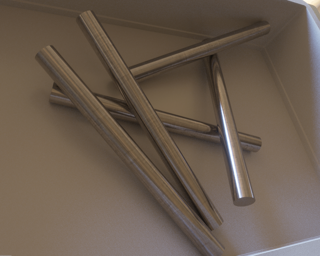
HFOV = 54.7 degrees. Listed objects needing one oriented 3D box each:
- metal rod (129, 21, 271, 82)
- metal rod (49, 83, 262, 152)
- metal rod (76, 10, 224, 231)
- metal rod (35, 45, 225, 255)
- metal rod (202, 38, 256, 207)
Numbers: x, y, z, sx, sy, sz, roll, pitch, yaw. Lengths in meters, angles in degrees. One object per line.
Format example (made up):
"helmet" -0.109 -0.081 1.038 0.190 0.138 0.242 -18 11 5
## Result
"metal rod" 0.066 -0.122 0.485 0.302 0.025 0.025 -25 76 -27
"metal rod" 0.009 -0.009 0.417 0.302 0.025 0.025 14 56 -21
"metal rod" -0.013 -0.010 0.377 0.025 0.025 0.299 -30 88 -38
"metal rod" -0.033 0.030 0.351 0.300 0.025 0.025 50 51 -1
"metal rod" 0.090 -0.031 0.448 0.025 0.025 0.300 15 47 -20
